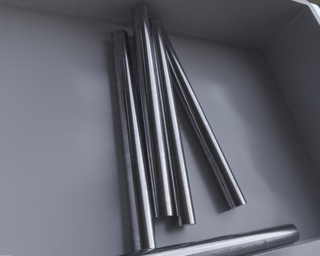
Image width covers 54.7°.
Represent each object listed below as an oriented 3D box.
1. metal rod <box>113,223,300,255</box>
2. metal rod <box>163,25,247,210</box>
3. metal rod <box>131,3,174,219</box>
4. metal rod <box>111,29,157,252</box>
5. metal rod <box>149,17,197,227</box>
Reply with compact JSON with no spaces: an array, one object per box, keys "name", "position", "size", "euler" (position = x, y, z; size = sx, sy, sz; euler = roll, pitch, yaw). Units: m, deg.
[{"name":"metal rod","position":[0.047,0.133,0.333],"size":[0.302,0.025,0.025],"euler":[3,60,-32]},{"name":"metal rod","position":[0.047,-0.029,0.448],"size":[0.025,0.025,0.299],"euler":[-9,66,-32]},{"name":"metal rod","position":[-0.013,-0.038,0.402],"size":[0.025,0.025,0.299],"euler":[4,65,-26]},{"name":"metal rod","position":[-0.037,-0.005,0.388],"size":[0.025,0.025,0.299],"euler":[5,60,-26]},{"name":"metal rod","position":[0.009,-0.024,0.413],"size":[0.025,0.025,0.299],"euler":[4,64,-26]}]
